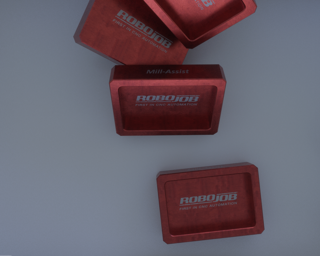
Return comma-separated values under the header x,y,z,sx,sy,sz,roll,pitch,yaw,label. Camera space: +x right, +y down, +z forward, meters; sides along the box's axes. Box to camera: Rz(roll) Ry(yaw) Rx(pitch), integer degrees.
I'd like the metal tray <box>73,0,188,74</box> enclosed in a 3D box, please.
x,y,z,sx,sy,sz,roll,pitch,yaw,label
-0.025,-0.116,0.377,0.131,0.030,0.090,24,91,-31,metal tray

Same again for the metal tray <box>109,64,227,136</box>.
x,y,z,sx,sy,sz,roll,pitch,yaw,label
0.009,-0.032,0.382,0.131,0.030,0.089,-1,134,-1,metal tray

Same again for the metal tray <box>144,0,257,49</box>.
x,y,z,sx,sy,sz,roll,pitch,yaw,label
0.030,-0.151,0.320,0.090,0.130,0.030,-25,46,30,metal tray

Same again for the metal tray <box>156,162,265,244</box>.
x,y,z,sx,sy,sz,roll,pitch,yaw,label
0.065,0.097,0.409,0.131,0.030,0.089,-6,90,-1,metal tray
